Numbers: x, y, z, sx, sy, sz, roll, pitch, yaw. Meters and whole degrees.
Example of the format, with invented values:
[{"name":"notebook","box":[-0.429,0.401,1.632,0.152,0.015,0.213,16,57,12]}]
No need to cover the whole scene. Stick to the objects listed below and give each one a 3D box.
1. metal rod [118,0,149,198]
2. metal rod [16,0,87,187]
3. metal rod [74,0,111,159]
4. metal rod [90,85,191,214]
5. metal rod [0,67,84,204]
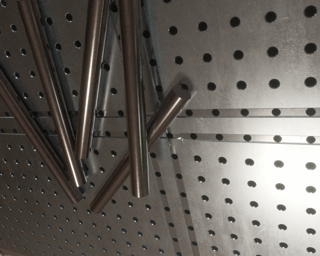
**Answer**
[{"name":"metal rod","box":[-0.031,-0.046,0.375,0.025,0.025,0.298,9,116,23]},{"name":"metal rod","box":[-0.156,-0.035,0.468,0.025,0.025,0.298,7,122,24]},{"name":"metal rod","box":[-0.091,-0.074,0.411,0.025,0.025,0.298,26,127,12]},{"name":"metal rod","box":[-0.044,0.050,0.463,0.025,0.025,0.298,39,129,2]},{"name":"metal rod","box":[-0.216,0.005,0.525,0.025,0.025,0.299,-15,111,34]}]
